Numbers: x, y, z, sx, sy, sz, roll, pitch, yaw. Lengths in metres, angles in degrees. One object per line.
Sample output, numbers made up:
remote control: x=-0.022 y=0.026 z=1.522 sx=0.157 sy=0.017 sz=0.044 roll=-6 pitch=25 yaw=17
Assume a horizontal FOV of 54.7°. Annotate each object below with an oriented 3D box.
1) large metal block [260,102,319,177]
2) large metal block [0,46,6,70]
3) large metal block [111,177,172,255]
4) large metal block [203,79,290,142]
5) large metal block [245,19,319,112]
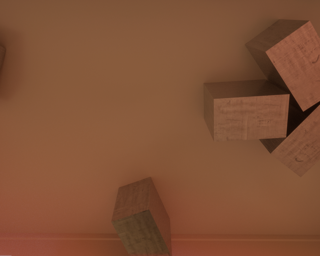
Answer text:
large metal block: x=0.170 y=0.000 z=0.385 sx=0.050 sy=0.080 sz=0.080 roll=37 pitch=106 yaw=-13
large metal block: x=-0.238 y=-0.070 z=0.355 sx=0.080 sy=0.050 sz=0.080 roll=16 pitch=89 yaw=-6
large metal block: x=-0.022 y=0.128 z=0.429 sx=0.050 sy=0.080 sz=0.080 roll=-20 pitch=109 yaw=7
large metal block: x=0.099 y=-0.024 z=0.375 sx=0.081 sy=0.080 sz=0.050 roll=-4 pitch=110 yaw=1
large metal block: x=0.151 y=-0.075 z=0.356 sx=0.050 sy=0.080 sz=0.080 roll=-36 pitch=107 yaw=12
